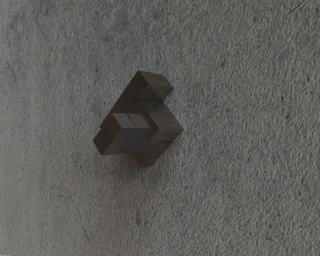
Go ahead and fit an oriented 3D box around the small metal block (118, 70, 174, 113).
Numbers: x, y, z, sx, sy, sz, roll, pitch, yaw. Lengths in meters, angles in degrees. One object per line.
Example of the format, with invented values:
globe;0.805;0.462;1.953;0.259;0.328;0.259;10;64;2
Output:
small metal block;-0.018;-0.045;0.403;0.050;0.050;0.025;-51;60;28

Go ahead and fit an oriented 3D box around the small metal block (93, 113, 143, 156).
small metal block;-0.049;0.008;0.396;0.050;0.050;0.025;-51;60;28

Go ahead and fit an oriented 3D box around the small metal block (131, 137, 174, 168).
small metal block;-0.017;0.017;0.419;0.050;0.025;0.050;-50;61;28

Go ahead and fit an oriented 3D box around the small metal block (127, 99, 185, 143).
small metal block;-0.005;-0.009;0.392;0.025;0.050;0.050;-50;61;28

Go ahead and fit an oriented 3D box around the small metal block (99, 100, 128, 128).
small metal block;-0.046;-0.010;0.425;0.050;0.050;0.025;-51;60;28
